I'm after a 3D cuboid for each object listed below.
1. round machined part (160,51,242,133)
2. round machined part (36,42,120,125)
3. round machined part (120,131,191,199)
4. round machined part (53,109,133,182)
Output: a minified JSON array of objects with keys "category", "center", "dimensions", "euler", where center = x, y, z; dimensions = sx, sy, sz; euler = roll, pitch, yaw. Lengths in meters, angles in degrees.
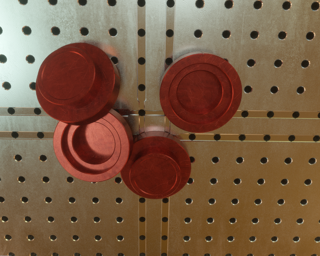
[{"category":"round machined part","center":[0.049,-0.047,0.388],"dimensions":[0.099,0.042,0.097],"euler":[0,110,-1]},{"category":"round machined part","center":[-0.100,-0.054,0.359],"dimensions":[0.098,0.042,0.098],"euler":[-2,79,10]},{"category":"round machined part","center":[-0.006,0.057,0.425],"dimensions":[0.099,0.042,0.097],"euler":[0,110,-1]},{"category":"round machined part","center":[-0.083,0.017,0.403],"dimensions":[0.099,0.042,0.097],"euler":[1,102,7]}]
